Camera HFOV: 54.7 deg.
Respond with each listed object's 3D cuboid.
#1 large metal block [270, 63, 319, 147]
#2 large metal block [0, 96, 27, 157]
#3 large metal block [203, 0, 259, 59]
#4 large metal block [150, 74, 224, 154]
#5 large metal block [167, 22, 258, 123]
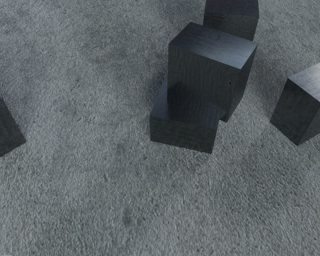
[{"bbox_3d":[0.199,-0.034,0.397,0.081,0.080,0.050,-25,55,-20],"label":"large metal block"},{"bbox_3d":[-0.220,-0.017,0.380,0.050,0.080,0.080,-36,59,-26],"label":"large metal block"},{"bbox_3d":[0.110,-0.161,0.503,0.080,0.080,0.050,7,51,6],"label":"large metal block"},{"bbox_3d":[0.037,-0.020,0.404,0.080,0.050,0.080,12,51,10],"label":"large metal block"},{"bbox_3d":[0.056,-0.063,0.356,0.080,0.080,0.050,25,54,19],"label":"large metal block"}]
